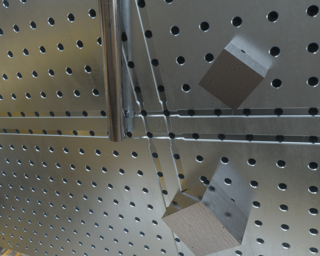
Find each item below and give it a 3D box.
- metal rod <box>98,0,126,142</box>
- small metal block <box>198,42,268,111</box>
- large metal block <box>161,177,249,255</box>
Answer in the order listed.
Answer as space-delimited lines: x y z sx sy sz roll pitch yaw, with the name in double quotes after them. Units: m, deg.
-0.059 -0.112 0.372 0.025 0.025 0.298 15 125 20 "metal rod"
0.079 -0.055 0.336 0.050 0.025 0.050 37 129 3 "small metal block"
0.064 0.129 0.441 0.080 0.050 0.080 48 129 -6 "large metal block"
